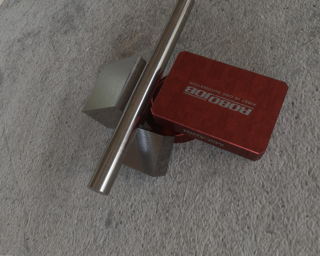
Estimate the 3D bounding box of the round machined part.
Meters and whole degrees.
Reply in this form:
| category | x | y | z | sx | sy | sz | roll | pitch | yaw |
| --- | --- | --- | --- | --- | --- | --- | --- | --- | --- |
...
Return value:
| category | x | y | z | sx | sy | sz | roll | pitch | yaw |
| --- | --- | --- | --- | --- | --- | --- | --- | --- | --- |
| round machined part | 0.024 | -0.033 | 0.402 | 0.098 | 0.042 | 0.098 | -13 | 56 | 21 |

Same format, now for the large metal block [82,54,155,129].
| category | x | y | z | sx | sy | sz | roll | pitch | yaw |
| --- | --- | --- | --- | --- | --- | --- | --- | --- | --- |
| large metal block | -0.052 | -0.047 | 0.432 | 0.080 | 0.050 | 0.080 | -3 | 58 | 47 |

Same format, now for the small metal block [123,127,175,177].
| category | x | y | z | sx | sy | sz | roll | pitch | yaw |
| --- | --- | --- | --- | --- | --- | --- | --- | --- | --- |
| small metal block | -0.014 | 0.028 | 0.383 | 0.050 | 0.025 | 0.050 | 17 | 96 | 35 |

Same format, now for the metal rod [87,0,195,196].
| category | x | y | z | sx | sy | sz | roll | pitch | yaw |
| --- | --- | --- | --- | --- | --- | --- | --- | --- | --- |
| metal rod | -0.015 | -0.059 | 0.395 | 0.025 | 0.025 | 0.300 | 8 | 63 | 31 |

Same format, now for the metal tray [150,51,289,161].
| category | x | y | z | sx | sy | sz | roll | pitch | yaw |
| --- | --- | --- | --- | --- | --- | --- | --- | --- | --- |
| metal tray | 0.067 | -0.028 | 0.356 | 0.130 | 0.030 | 0.090 | 21 | 73 | 14 |
